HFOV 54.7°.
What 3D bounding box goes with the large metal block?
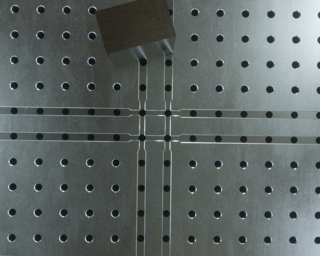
[{"bbox_3d":[-0.028,-0.117,0.385,0.080,0.080,0.050,-15,90,0],"label":"large metal block"}]
